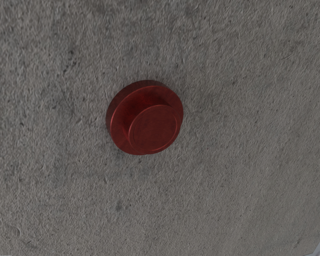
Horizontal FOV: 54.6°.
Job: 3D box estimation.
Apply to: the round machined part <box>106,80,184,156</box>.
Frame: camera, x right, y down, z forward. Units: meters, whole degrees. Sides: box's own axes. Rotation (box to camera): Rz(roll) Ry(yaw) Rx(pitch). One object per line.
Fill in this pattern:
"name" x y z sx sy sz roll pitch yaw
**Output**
"round machined part" -0.013 -0.006 0.384 0.099 0.042 0.097 -14 124 -21
